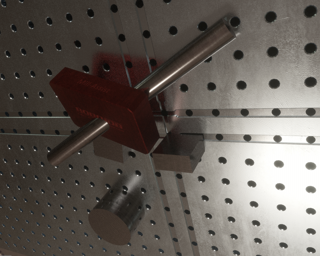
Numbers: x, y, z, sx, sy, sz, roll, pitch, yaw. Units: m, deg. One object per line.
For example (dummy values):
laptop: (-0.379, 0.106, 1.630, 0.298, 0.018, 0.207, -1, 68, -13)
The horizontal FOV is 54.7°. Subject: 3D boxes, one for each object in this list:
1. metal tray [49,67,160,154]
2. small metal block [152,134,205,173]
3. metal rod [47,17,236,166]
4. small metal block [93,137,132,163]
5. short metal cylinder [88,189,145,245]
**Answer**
metal tray: (-0.069, -0.022, 0.397, 0.130, 0.030, 0.090, 20, 149, 26)
small metal block: (0.025, 0.031, 0.400, 0.050, 0.050, 0.025, 2, 119, 27)
metal rod: (-0.042, -0.028, 0.381, 0.299, 0.025, 0.025, -33, 100, 27)
small metal block: (-0.071, 0.020, 0.459, 0.050, 0.025, 0.050, 13, 124, 20)
short metal cylinder: (-0.073, 0.151, 0.525, 0.080, 0.050, 0.079, 13, 124, 20)
